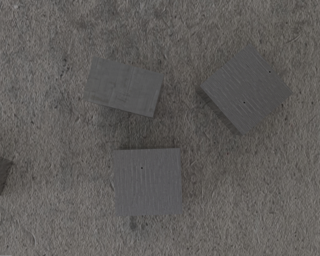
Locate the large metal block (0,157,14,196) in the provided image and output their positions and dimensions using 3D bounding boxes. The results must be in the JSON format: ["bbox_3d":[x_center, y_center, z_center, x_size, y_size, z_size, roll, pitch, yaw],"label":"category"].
[{"bbox_3d":[-0.246,0.055,0.381,0.080,0.080,0.050,20,90,0],"label":"large metal block"}]

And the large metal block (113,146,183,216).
[{"bbox_3d":[-0.014,0.065,0.397,0.081,0.050,0.080,-2,90,0],"label":"large metal block"}]

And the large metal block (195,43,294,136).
[{"bbox_3d":[0.104,-0.047,0.398,0.080,0.050,0.080,-41,90,0],"label":"large metal block"}]

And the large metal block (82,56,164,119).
[{"bbox_3d":[-0.041,-0.046,0.382,0.080,0.080,0.050,14,90,0],"label":"large metal block"}]
